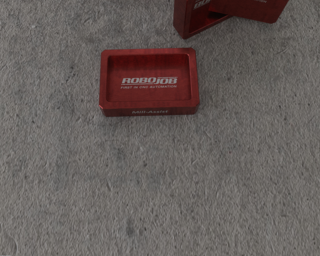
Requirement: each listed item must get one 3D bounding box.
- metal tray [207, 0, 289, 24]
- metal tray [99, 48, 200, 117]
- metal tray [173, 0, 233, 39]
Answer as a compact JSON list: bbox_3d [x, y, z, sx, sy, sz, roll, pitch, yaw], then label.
[{"bbox_3d":[0.115,-0.200,0.432,0.131,0.090,0.030,12,67,0],"label":"metal tray"},{"bbox_3d":[-0.015,-0.064,0.428,0.131,0.030,0.090,-2,70,-1],"label":"metal tray"},{"bbox_3d":[0.083,-0.189,0.443,0.131,0.090,0.030,-28,73,-10],"label":"metal tray"}]
